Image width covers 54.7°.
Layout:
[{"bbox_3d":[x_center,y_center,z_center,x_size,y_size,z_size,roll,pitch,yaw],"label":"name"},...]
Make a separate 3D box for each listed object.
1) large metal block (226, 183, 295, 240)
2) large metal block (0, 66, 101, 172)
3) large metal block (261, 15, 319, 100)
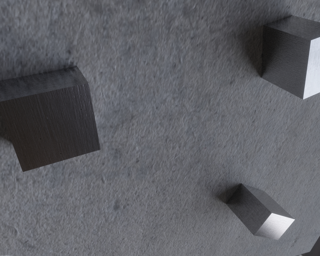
[{"bbox_3d":[0.184,0.154,0.570,0.080,0.080,0.050,23,106,-37],"label":"large metal block"},{"bbox_3d":[-0.114,-0.011,0.322,0.081,0.050,0.079,-16,125,-20],"label":"large metal block"},{"bbox_3d":[0.185,-0.097,0.415,0.050,0.080,0.080,-22,127,-15],"label":"large metal block"}]
